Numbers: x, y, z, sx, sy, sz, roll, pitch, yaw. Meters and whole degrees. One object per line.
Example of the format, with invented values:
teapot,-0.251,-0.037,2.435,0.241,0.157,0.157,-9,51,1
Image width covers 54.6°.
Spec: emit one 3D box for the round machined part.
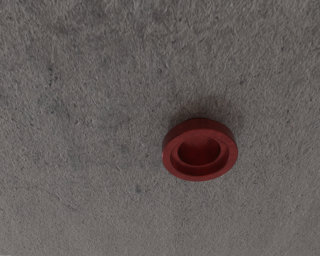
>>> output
round machined part,0.052,0.025,0.417,0.099,0.042,0.097,0,130,0
